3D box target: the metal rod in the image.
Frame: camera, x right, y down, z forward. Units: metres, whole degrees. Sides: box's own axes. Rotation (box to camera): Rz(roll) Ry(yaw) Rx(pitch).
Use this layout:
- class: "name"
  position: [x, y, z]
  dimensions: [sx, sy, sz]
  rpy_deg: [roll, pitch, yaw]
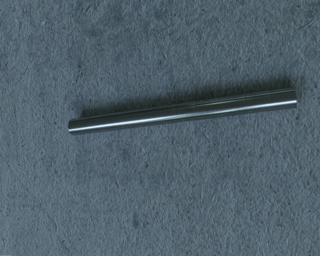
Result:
- class: "metal rod"
  position: [0.014, -0.018, 0.404]
  dimensions: [0.301, 0.025, 0.025]
  rpy_deg: [-7, 88, 19]
